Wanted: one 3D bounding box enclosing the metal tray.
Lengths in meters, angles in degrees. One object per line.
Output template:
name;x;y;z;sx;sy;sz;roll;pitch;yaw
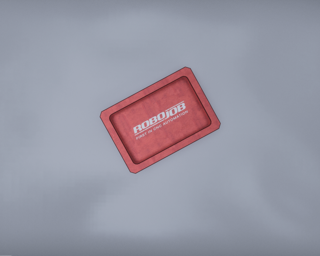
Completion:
metal tray;0.000;-0.010;0.406;0.130;0.030;0.090;-28;90;-1
